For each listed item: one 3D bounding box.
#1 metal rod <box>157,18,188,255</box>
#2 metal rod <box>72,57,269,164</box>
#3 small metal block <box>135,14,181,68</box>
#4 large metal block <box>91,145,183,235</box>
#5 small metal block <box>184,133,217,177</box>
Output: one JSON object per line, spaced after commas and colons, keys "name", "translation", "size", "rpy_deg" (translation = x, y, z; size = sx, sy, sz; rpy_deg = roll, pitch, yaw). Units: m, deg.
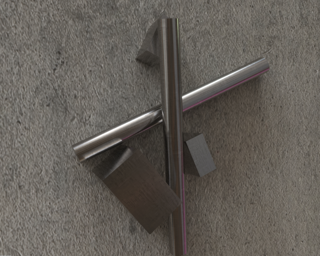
{"name": "metal rod", "translation": [0.017, 0.022, 0.385], "size": [0.025, 0.025, 0.298], "rpy_deg": [-8, 105, -20]}
{"name": "metal rod", "translation": [0.028, -0.032, 0.420], "size": [0.302, 0.025, 0.025], "rpy_deg": [-26, 99, -19]}
{"name": "small metal block", "translation": [-0.004, -0.109, 0.395], "size": [0.025, 0.050, 0.050], "rpy_deg": [26, 81, -19]}
{"name": "large metal block", "translation": [-0.031, 0.069, 0.369], "size": [0.050, 0.080, 0.080], "rpy_deg": [-42, 104, -15]}
{"name": "small metal block", "translation": [0.044, 0.034, 0.413], "size": [0.025, 0.050, 0.050], "rpy_deg": [-26, 99, -18]}
